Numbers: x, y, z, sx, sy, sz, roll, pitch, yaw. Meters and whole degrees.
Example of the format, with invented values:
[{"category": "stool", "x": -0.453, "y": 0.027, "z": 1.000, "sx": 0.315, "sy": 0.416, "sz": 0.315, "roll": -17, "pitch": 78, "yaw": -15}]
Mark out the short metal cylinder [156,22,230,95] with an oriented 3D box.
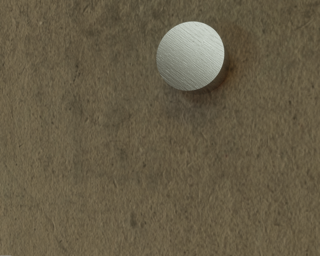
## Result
[{"category": "short metal cylinder", "x": 0.042, "y": -0.083, "z": 0.380, "sx": 0.080, "sy": 0.050, "sz": 0.079, "roll": 0, "pitch": 90, "yaw": 19}]
